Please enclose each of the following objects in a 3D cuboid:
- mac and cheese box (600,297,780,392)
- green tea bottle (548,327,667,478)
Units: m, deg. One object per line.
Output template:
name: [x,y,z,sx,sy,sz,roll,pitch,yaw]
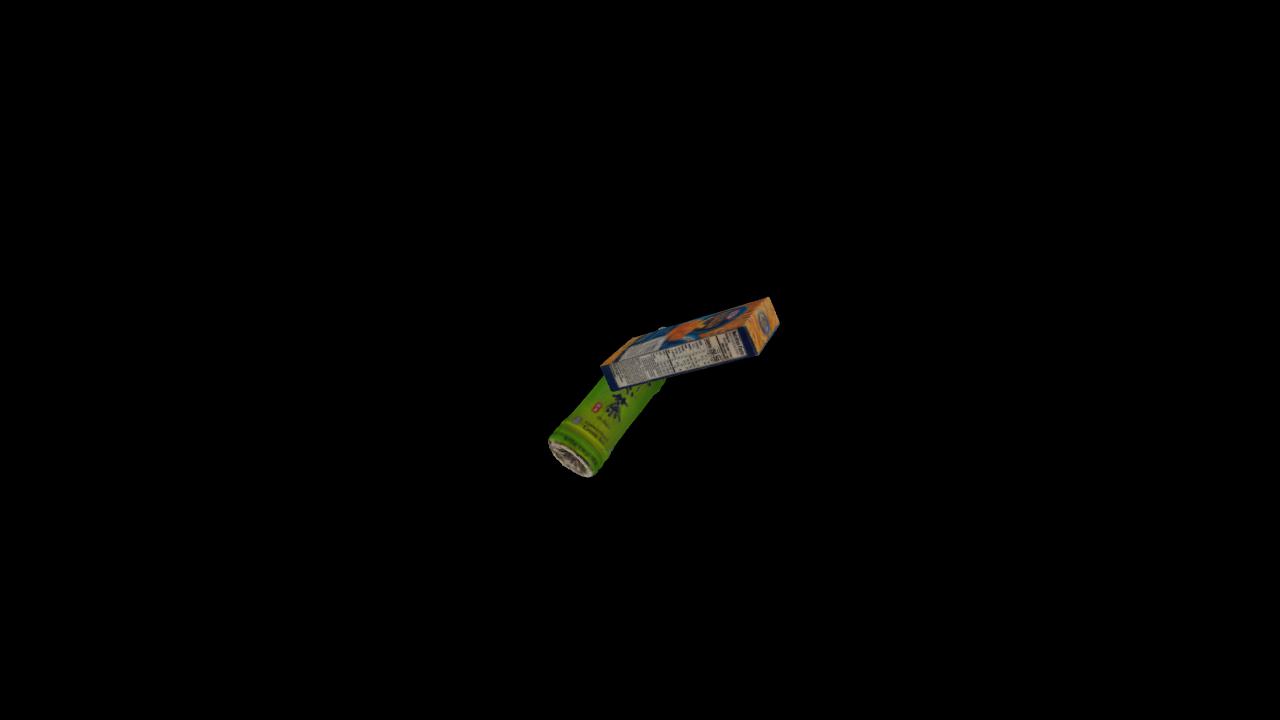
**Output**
mac and cheese box: [0.053,-0.016,0.681,0.184,0.041,0.093,-16,14,32]
green tea bottle: [-0.023,0.040,0.744,0.073,0.212,0.073,29,-27,16]
